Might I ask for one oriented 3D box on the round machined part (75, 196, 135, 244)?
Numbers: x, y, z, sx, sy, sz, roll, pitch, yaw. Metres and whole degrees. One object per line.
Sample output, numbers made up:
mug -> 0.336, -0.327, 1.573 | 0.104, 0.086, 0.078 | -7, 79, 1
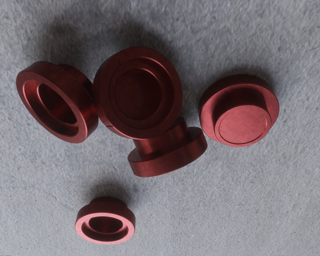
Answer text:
round machined part -> -0.091, 0.154, 0.526 | 0.099, 0.042, 0.097 | -1, 130, 0

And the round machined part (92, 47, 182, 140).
round machined part -> -0.027, -0.036, 0.341 | 0.098, 0.098, 0.042 | 34, 164, -26

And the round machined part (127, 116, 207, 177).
round machined part -> 0.005, 0.018, 0.382 | 0.098, 0.098, 0.042 | -18, 103, 14

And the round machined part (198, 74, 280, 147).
round machined part -> 0.099, -0.014, 0.386 | 0.099, 0.042, 0.097 | -1, 130, 0

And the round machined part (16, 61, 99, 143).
round machined part -> -0.108, -0.033, 0.348 | 0.098, 0.042, 0.097 | 23, 140, 21
